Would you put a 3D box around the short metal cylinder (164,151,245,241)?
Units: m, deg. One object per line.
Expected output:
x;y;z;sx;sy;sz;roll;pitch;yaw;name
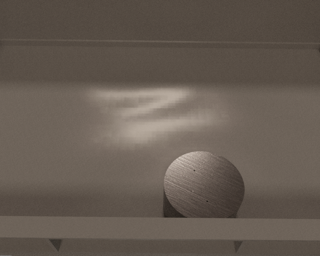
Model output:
0.044;0.072;0.329;0.081;0.050;0.080;0;50;0;short metal cylinder
